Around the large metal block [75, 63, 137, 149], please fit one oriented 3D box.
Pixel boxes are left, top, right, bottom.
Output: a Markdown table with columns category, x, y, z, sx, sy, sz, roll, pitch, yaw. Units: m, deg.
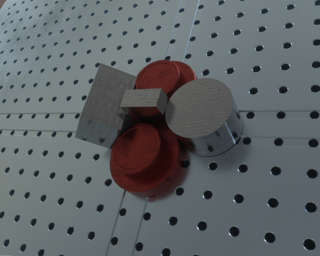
| category | x | y | z | sx | sy | sz | roll | pitch | yaw |
| --- | --- | --- | --- | --- | --- | --- | --- | --- | --- |
| large metal block | -0.075 | -0.027 | 0.422 | 0.050 | 0.080 | 0.080 | 20 | 65 | -12 |

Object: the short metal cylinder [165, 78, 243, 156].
| category | x | y | z | sx | sy | sz | roll | pitch | yaw |
| --- | --- | --- | --- | --- | --- | --- | --- | --- | --- |
| short metal cylinder | 0.053 | -0.012 | 0.371 | 0.080 | 0.050 | 0.080 | -13 | 56 | 21 |

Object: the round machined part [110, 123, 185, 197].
| category | x | y | z | sx | sy | sz | roll | pitch | yaw |
| --- | --- | --- | --- | --- | --- | --- | --- | --- | --- |
| round machined part | -0.022 | 0.033 | 0.389 | 0.098 | 0.042 | 0.098 | -13 | 56 | 21 |

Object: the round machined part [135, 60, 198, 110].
| category | x | y | z | sx | sy | sz | roll | pitch | yaw |
| --- | --- | --- | --- | --- | --- | --- | --- | --- | --- |
| round machined part | 0.003 | -0.056 | 0.430 | 0.098 | 0.042 | 0.098 | -13 | 56 | 21 |

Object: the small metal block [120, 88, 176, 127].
| category | x | y | z | sx | sy | sz | roll | pitch | yaw |
| --- | --- | --- | --- | --- | --- | --- | --- | --- | --- |
| small metal block | -0.013 | -0.024 | 0.385 | 0.050 | 0.050 | 0.025 | 1 | 63 | 29 |
